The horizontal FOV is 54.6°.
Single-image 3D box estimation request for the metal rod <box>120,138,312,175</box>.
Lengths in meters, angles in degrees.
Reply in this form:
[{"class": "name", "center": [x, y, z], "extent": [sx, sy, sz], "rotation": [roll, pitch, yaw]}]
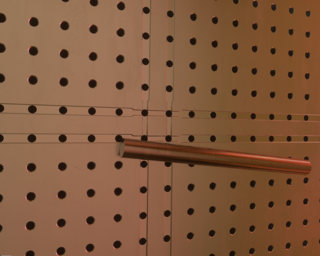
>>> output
[{"class": "metal rod", "center": [0.093, 0.044, 0.446], "extent": [0.302, 0.025, 0.025], "rotation": [8, 88, -20]}]
